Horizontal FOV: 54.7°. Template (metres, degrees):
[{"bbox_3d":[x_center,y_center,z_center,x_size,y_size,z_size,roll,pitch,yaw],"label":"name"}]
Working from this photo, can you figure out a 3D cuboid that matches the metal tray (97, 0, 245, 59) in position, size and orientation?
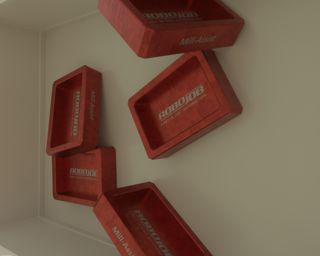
[{"bbox_3d":[0.014,-0.118,0.324,0.090,0.131,0.030,53,141,26],"label":"metal tray"}]

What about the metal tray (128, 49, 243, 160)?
[{"bbox_3d":[0.024,-0.027,0.381,0.130,0.030,0.090,-34,69,34],"label":"metal tray"}]

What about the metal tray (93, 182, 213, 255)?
[{"bbox_3d":[-0.009,0.126,0.369,0.130,0.091,0.030,47,118,29],"label":"metal tray"}]

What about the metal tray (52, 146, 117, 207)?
[{"bbox_3d":[-0.126,0.076,0.504,0.130,0.030,0.089,-3,88,39],"label":"metal tray"}]

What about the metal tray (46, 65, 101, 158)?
[{"bbox_3d":[-0.136,-0.024,0.490,0.090,0.030,0.130,-16,66,35],"label":"metal tray"}]
